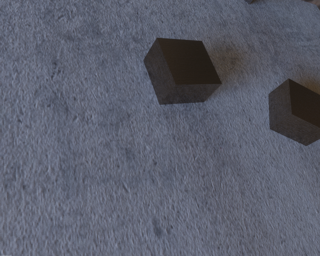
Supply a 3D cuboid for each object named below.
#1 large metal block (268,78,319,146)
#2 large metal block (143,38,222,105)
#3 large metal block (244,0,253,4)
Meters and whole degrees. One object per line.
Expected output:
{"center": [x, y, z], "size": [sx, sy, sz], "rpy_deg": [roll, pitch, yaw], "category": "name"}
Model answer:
{"center": [0.238, -0.027, 0.535], "size": [0.080, 0.050, 0.080], "rpy_deg": [23, 53, -15], "category": "large metal block"}
{"center": [0.032, -0.083, 0.458], "size": [0.081, 0.050, 0.080], "rpy_deg": [-6, 65, -31], "category": "large metal block"}
{"center": [0.221, -0.340, 0.698], "size": [0.050, 0.080, 0.080], "rpy_deg": [41, 51, -1], "category": "large metal block"}
